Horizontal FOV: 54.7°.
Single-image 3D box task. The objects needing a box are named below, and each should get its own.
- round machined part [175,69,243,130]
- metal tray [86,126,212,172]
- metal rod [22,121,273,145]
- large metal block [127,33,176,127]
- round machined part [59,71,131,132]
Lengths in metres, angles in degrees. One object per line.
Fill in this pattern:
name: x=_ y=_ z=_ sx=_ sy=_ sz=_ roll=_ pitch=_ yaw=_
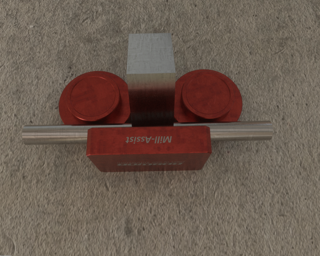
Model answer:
round machined part: x=0.061 y=-0.037 z=0.414 sx=0.099 sy=0.042 sz=0.098 roll=0 pitch=70 yaw=-1
metal tray: x=-0.012 y=0.027 z=0.364 sx=0.131 sy=0.090 sz=0.030 roll=-1 pitch=70 yaw=-1
metal rod: x=-0.014 y=0.006 z=0.385 sx=0.302 sy=0.025 sz=0.025 roll=-1 pitch=70 yaw=-1
large metal block: x=-0.010 y=-0.057 z=0.373 sx=0.050 sy=0.080 sz=0.080 roll=-2 pitch=47 yaw=-2
round machined part: x=-0.085 y=-0.034 z=0.410 sx=0.099 sy=0.042 sz=0.098 roll=0 pitch=70 yaw=-1
